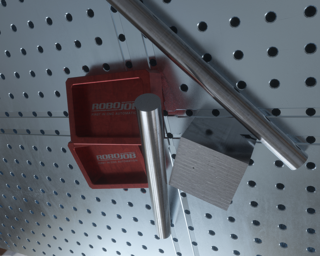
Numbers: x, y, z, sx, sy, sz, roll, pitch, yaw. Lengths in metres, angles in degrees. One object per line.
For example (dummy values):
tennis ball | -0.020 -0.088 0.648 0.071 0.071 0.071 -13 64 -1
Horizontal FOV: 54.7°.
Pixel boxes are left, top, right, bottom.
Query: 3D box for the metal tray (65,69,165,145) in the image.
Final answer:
metal tray | -0.060 -0.025 0.402 0.130 0.030 0.089 -1 96 28

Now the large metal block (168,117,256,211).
large metal block | 0.064 0.044 0.388 0.080 0.050 0.079 22 127 14

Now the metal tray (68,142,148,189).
metal tray | -0.068 0.048 0.471 0.130 0.030 0.090 -8 115 31

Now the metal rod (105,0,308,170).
metal rod | 0.046 -0.062 0.347 0.300 0.025 0.025 42 129 -2

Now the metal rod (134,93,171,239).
metal rod | -0.003 0.074 0.403 0.025 0.025 0.298 17 142 18
